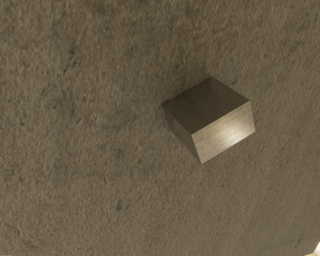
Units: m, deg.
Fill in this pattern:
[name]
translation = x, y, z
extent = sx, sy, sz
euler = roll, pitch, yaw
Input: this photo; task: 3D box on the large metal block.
[large metal block]
translation = 0.060, -0.013, 0.395
extent = 0.080, 0.080, 0.050
euler = -30, 128, -9
